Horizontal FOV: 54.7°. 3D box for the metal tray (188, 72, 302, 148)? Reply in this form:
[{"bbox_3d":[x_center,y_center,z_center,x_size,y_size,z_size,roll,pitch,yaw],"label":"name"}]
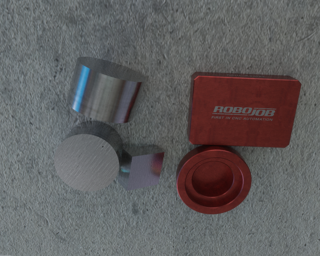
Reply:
[{"bbox_3d":[0.104,-0.023,0.400,0.131,0.030,0.089,2,110,-1],"label":"metal tray"}]

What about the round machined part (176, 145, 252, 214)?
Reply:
[{"bbox_3d":[0.071,0.066,0.426,0.099,0.042,0.097,0,110,0],"label":"round machined part"}]

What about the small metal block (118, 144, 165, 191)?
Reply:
[{"bbox_3d":[-0.025,0.052,0.416,0.050,0.025,0.050,-5,115,-36],"label":"small metal block"}]

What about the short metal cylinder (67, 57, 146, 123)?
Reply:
[{"bbox_3d":[-0.062,-0.046,0.363,0.080,0.080,0.050,18,109,-7],"label":"short metal cylinder"}]

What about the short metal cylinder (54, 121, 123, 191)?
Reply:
[{"bbox_3d":[-0.091,0.036,0.409,0.081,0.050,0.079,0,110,0],"label":"short metal cylinder"}]
